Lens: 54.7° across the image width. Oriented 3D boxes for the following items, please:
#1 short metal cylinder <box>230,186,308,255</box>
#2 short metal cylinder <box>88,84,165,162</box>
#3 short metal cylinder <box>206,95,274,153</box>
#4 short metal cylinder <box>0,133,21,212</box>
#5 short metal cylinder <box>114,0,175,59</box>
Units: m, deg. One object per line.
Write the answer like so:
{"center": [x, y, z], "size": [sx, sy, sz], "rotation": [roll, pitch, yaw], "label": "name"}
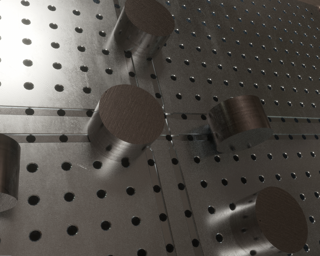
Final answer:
{"center": [0.138, 0.121, 0.395], "size": [0.081, 0.050, 0.080], "rotation": [14, 56, -21], "label": "short metal cylinder"}
{"center": [-0.041, -0.006, 0.375], "size": [0.081, 0.050, 0.080], "rotation": [14, 56, -21], "label": "short metal cylinder"}
{"center": [0.111, -0.004, 0.437], "size": [0.081, 0.080, 0.050], "rotation": [0, 62, -29], "label": "short metal cylinder"}
{"center": [-0.163, 0.040, 0.261], "size": [0.081, 0.080, 0.050], "rotation": [5, 60, -26], "label": "short metal cylinder"}
{"center": [-0.025, -0.154, 0.474], "size": [0.081, 0.050, 0.080], "rotation": [14, 56, -21], "label": "short metal cylinder"}
